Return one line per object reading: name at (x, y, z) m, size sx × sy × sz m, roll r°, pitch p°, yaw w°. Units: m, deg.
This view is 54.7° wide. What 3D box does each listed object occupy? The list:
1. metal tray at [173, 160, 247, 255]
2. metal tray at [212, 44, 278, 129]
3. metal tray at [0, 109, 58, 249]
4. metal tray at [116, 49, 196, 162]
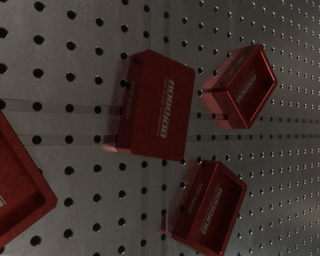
metal tray at (0.081, 0.126, 0.476) m, size 0.090 × 0.030 × 0.130 m, roll 40°, pitch 66°, yaw -33°
metal tray at (0.151, -0.072, 0.535) m, size 0.130 × 0.030 × 0.090 m, roll -51°, pitch 120°, yaw -28°
metal tray at (-0.162, 0.042, 0.270) m, size 0.091 × 0.030 × 0.129 m, roll -38°, pitch 113°, yaw -34°
metal tray at (-0.002, -0.026, 0.406) m, size 0.091 × 0.030 × 0.129 m, roll 14°, pitch 81°, yaw -39°
